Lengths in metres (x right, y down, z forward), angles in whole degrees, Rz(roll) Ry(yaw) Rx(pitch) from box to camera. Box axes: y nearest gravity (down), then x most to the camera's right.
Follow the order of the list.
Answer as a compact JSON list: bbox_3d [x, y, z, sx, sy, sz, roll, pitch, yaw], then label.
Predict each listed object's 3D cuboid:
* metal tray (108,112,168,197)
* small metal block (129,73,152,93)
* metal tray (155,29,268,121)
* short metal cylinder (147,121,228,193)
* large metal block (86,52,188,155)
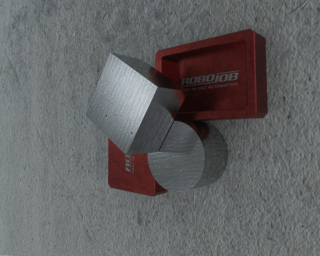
[{"bbox_3d":[-0.031,0.022,0.430,0.090,0.030,0.129,1,91,40],"label":"metal tray"},{"bbox_3d":[-0.023,-0.055,0.409,0.050,0.050,0.025,1,91,40],"label":"small metal block"},{"bbox_3d":[0.054,-0.054,0.359,0.130,0.030,0.089,-2,89,40],"label":"metal tray"},{"bbox_3d":[0.032,0.032,0.363,0.080,0.050,0.080,0,90,40],"label":"short metal cylinder"},{"bbox_3d":[-0.028,-0.027,0.346,0.080,0.050,0.079,40,114,32],"label":"large metal block"}]
